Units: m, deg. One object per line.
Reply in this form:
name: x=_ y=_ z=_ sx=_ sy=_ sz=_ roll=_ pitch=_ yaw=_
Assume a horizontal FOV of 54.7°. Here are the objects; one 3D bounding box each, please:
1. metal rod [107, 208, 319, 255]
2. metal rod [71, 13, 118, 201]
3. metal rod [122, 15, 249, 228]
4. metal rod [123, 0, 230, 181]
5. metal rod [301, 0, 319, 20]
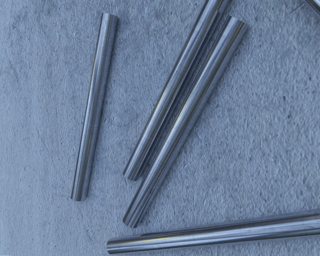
metal rod: x=0.040 y=0.131 z=0.371 sx=0.299 sy=0.025 sz=0.025 roll=-23 pitch=76 yaw=37
metal rod: x=-0.106 y=-0.027 z=0.492 sx=0.025 sy=0.025 sz=0.298 roll=20 pitch=102 yaw=38
metal rod: x=0.022 y=0.008 z=0.386 sx=0.025 sy=0.025 sz=0.298 roll=41 pitch=115 yaw=32
metal rod: x=0.022 y=-0.058 z=0.387 sx=0.025 sy=0.025 sz=0.298 roll=40 pitch=114 yaw=32
metal rod: x=0.154 y=-0.106 z=0.277 sx=0.025 sy=0.025 sz=0.299 roll=-43 pitch=64 yaw=31
